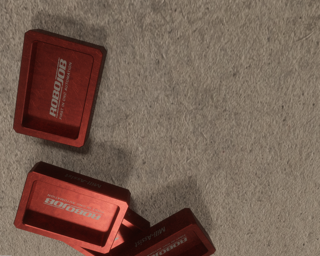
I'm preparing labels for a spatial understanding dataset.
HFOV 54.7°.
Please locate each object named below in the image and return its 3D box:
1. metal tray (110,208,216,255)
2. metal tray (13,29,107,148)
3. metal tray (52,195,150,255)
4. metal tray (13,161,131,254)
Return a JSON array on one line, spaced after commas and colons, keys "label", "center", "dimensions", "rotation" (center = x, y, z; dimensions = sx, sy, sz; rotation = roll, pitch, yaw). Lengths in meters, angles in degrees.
[{"label": "metal tray", "center": [0.006, 0.179, 0.450], "dimensions": [0.130, 0.030, 0.090], "rotation": [-30, 127, 2]}, {"label": "metal tray", "center": [-0.125, -0.047, 0.387], "dimensions": [0.091, 0.030, 0.129], "rotation": [14, 109, -6]}, {"label": "metal tray", "center": [-0.091, 0.145, 0.459], "dimensions": [0.130, 0.030, 0.090], "rotation": [38, 105, -13]}, {"label": "metal tray", "center": [-0.115, 0.107, 0.412], "dimensions": [0.131, 0.030, 0.089], "rotation": [20, 109, -8]}]
